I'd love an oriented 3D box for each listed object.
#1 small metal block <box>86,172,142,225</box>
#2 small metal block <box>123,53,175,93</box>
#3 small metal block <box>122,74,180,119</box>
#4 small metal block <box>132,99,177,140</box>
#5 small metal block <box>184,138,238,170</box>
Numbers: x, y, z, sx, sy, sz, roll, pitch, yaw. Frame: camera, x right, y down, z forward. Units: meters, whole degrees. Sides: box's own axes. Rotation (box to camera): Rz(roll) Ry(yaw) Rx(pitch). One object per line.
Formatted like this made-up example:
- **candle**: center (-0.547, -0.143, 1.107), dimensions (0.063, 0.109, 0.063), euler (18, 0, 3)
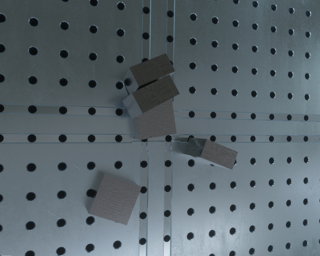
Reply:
- **small metal block**: center (-0.058, 0.088, 0.391), dimensions (0.050, 0.025, 0.050), euler (24, 82, -19)
- **small metal block**: center (-0.015, -0.065, 0.391), dimensions (0.050, 0.050, 0.025), euler (-26, 88, -18)
- **small metal block**: center (-0.012, -0.036, 0.368), dimensions (0.050, 0.050, 0.025), euler (-29, 95, -19)
- **small metal block**: center (-0.009, -0.014, 0.409), dimensions (0.050, 0.025, 0.050), euler (-10, 94, -20)
- **small metal block**: center (0.069, 0.034, 0.424), dimensions (0.050, 0.050, 0.025), euler (22, 83, -19)
